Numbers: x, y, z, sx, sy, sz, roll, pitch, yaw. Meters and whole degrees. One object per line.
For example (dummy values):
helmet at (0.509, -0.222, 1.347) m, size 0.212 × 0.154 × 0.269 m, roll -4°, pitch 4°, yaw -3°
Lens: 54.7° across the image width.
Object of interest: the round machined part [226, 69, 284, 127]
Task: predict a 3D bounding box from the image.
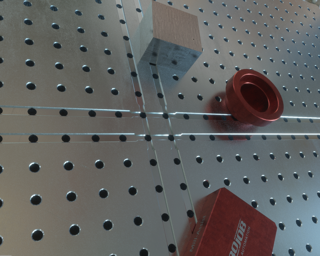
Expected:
round machined part at (0.148, -0.044, 0.503) m, size 0.099 × 0.042 × 0.098 m, roll 14°, pitch 56°, yaw -21°

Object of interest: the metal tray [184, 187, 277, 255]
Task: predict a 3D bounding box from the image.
metal tray at (0.080, 0.146, 0.359) m, size 0.090 × 0.030 × 0.130 m, roll 36°, pitch 51°, yaw -5°

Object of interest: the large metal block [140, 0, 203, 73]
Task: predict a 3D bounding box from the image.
large metal block at (0.015, -0.143, 0.487) m, size 0.081 × 0.050 × 0.080 m, roll 11°, pitch 57°, yaw -22°
